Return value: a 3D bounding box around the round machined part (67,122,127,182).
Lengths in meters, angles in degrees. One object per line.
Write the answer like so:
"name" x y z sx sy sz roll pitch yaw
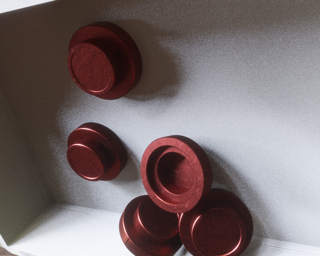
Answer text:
"round machined part" -0.104 0.044 0.480 0.098 0.042 0.097 13 124 21

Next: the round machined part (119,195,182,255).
"round machined part" -0.006 0.138 0.450 0.098 0.098 0.042 33 129 7

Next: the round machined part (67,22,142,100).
"round machined part" -0.076 -0.079 0.389 0.098 0.042 0.097 13 124 21

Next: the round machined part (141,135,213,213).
"round machined part" 0.025 0.057 0.405 0.098 0.042 0.097 5 99 36

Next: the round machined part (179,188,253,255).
"round machined part" 0.074 0.133 0.409 0.099 0.042 0.097 0 93 1
